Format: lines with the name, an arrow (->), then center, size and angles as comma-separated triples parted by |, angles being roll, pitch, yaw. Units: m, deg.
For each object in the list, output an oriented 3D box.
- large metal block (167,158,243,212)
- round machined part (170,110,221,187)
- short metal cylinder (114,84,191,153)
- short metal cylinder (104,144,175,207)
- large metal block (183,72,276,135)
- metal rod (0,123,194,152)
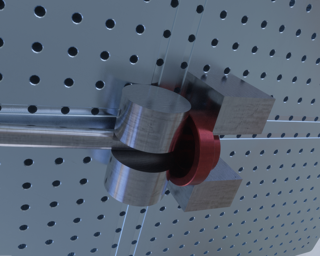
large metal block -> 0.057, 0.073, 0.452 | 0.081, 0.080, 0.050 | 3, 117, -30
round machined part -> 0.041, 0.025, 0.401 | 0.042, 0.098, 0.097 | 1, 118, -29
short metal cylinder -> -0.009, -0.013, 0.362 | 0.081, 0.080, 0.050 | 1, 119, -29
short metal cylinder -> -0.027, 0.053, 0.393 | 0.081, 0.080, 0.050 | 1, 118, -29
large metal block -> 0.085, -0.033, 0.402 | 0.081, 0.080, 0.050 | 0, 119, -28
metal rod -> -0.097, 0.011, 0.350 | 0.302, 0.025, 0.025 | 4, 117, -26
